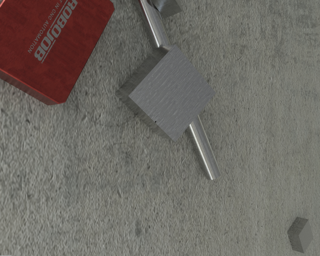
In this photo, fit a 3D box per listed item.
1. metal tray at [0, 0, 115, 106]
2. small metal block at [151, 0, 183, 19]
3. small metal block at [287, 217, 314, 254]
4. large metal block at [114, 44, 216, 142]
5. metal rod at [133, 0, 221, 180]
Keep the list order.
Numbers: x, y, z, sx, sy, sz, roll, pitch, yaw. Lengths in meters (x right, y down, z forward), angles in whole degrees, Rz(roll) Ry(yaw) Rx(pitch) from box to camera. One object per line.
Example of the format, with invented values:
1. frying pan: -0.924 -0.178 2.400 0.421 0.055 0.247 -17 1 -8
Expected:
1. metal tray: -0.111 -0.099 0.309 0.090 0.030 0.130 35 68 -35
2. small metal block: 0.003 -0.176 0.387 0.050 0.025 0.050 27 50 -63
3. small metal block: 0.301 0.228 0.662 0.050 0.025 0.050 -36 112 -34
4. large metal block: 0.007 -0.042 0.378 0.080 0.050 0.080 45 78 -25
5. metal rod: 0.025 -0.057 0.427 0.025 0.025 0.299 -37 113 -34
